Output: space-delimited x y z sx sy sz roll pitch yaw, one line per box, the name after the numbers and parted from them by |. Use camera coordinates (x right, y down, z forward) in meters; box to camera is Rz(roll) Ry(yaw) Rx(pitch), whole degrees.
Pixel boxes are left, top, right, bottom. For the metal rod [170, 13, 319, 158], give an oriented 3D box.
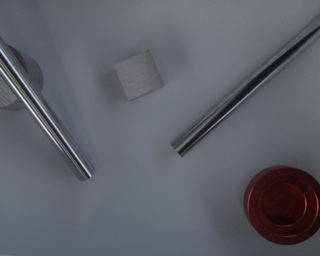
0.135 -0.068 0.413 0.300 0.025 0.025 -41 91 -1 | metal rod

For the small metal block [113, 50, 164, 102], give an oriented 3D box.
-0.027 -0.069 0.411 0.050 0.025 0.050 -23 90 -1 | small metal block

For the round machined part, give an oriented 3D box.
0.158 0.097 0.405 0.099 0.042 0.097 0 90 -1 | round machined part

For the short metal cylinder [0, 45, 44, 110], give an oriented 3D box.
-0.199 -0.064 0.396 0.081 0.050 0.079 0 90 -1 | short metal cylinder

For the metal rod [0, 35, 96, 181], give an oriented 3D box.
-0.164 -0.058 0.354 0.025 0.025 0.299 -29 113 0 | metal rod
